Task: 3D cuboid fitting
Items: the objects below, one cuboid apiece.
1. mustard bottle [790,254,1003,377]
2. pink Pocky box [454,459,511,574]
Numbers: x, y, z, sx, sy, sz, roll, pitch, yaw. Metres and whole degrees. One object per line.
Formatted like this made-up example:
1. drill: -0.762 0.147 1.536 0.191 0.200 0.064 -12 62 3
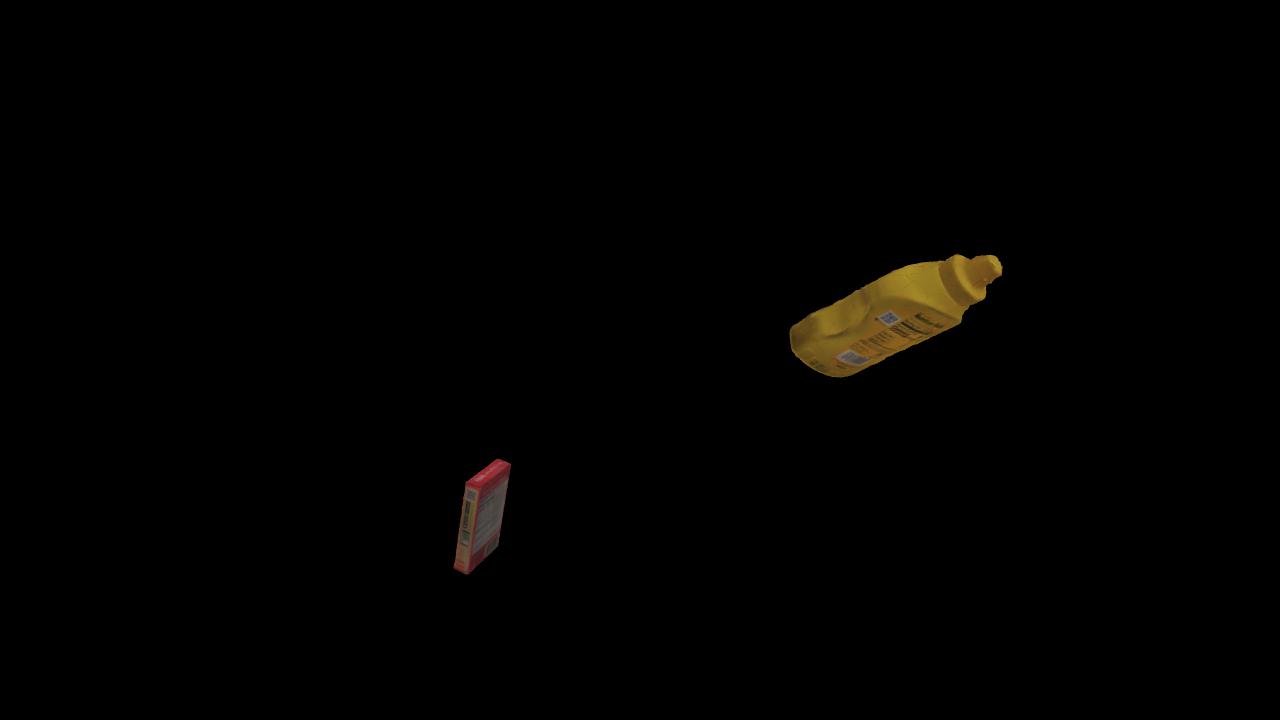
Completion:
1. mustard bottle: 0.228 -0.041 0.544 0.092 0.054 0.184 22 -33 -24
2. pink Pocky box: -0.234 0.232 0.917 0.029 0.155 0.084 19 21 14
